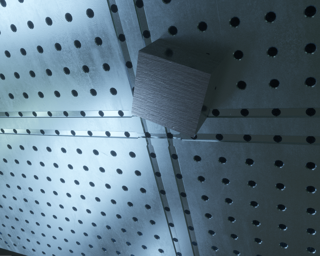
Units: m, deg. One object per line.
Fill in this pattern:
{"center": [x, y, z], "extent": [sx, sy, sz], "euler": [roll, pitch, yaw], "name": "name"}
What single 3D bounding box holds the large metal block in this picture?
{"center": [0.018, -0.047, 0.356], "extent": [0.080, 0.050, 0.079], "euler": [21, 126, 15], "name": "large metal block"}
